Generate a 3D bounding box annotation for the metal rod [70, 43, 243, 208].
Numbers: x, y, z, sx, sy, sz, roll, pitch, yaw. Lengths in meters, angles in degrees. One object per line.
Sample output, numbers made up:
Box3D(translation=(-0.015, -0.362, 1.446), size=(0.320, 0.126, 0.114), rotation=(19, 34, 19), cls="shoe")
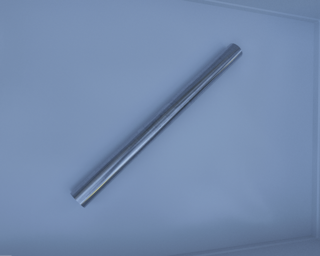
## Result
Box3D(translation=(0.005, -0.013, 0.413), size=(0.301, 0.025, 0.025), rotation=(-44, 104, -15), cls="metal rod")
